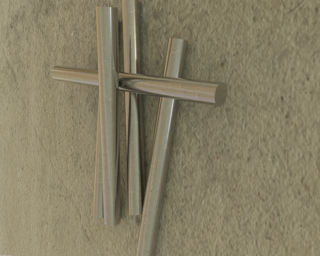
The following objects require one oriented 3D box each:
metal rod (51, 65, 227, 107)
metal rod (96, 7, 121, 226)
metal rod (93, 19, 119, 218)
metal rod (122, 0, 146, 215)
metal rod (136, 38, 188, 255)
[{"bbox_3d":[-0.052,-0.062,0.411,0.300,0.025,0.025,14,99,38],"label":"metal rod"},{"bbox_3d":[-0.066,0.000,0.409,0.025,0.025,0.298,19,117,38],"label":"metal rod"},{"bbox_3d":[-0.082,-0.014,0.470,0.025,0.025,0.298,6,94,39],"label":"metal rod"},{"bbox_3d":[-0.036,-0.032,0.432,0.025,0.025,0.298,-3,88,39],"label":"metal rod"},{"bbox_3d":[0.000,0.037,0.402,0.025,0.025,0.298,14,99,39],"label":"metal rod"}]
